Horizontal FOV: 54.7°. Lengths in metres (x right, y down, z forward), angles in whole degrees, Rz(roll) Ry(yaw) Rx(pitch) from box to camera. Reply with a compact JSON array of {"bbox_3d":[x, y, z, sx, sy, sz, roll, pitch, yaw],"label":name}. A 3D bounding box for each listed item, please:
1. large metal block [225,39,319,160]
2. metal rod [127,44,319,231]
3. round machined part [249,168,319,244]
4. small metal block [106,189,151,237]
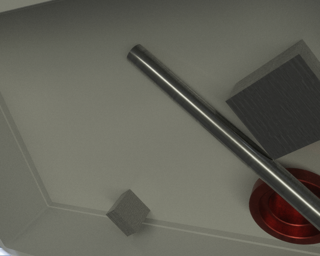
[{"bbox_3d":[0.127,-0.026,0.309,0.080,0.050,0.080,-35,99,38],"label":"large metal block"},{"bbox_3d":[0.077,0.010,0.337,0.300,0.025,0.025,43,130,12],"label":"metal rod"},{"bbox_3d":[0.160,0.087,0.367,0.098,0.042,0.097,13,124,20],"label":"round machined part"},{"bbox_3d":[-0.051,0.137,0.502,0.050,0.050,0.025,47,129,-6],"label":"small metal block"}]
